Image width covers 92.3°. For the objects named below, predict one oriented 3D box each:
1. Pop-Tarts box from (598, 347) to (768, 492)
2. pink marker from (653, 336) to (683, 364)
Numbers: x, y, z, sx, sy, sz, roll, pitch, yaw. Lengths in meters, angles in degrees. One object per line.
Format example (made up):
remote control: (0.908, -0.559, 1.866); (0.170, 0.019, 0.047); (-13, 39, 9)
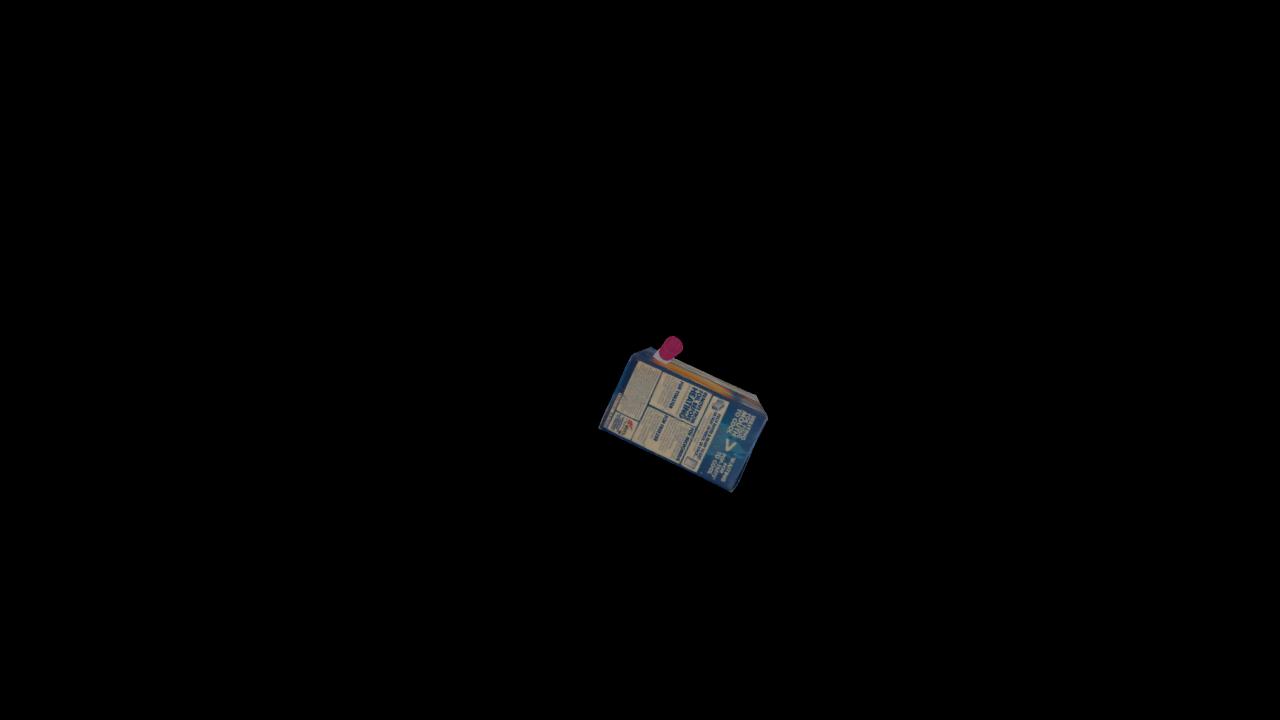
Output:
Pop-Tarts box: (0.048, 0.053, 0.648); (0.141, 0.083, 0.167); (24, 7, 5)
pink marker: (0.016, 0.005, 0.632); (0.020, 0.020, 0.121); (0, -21, -18)
